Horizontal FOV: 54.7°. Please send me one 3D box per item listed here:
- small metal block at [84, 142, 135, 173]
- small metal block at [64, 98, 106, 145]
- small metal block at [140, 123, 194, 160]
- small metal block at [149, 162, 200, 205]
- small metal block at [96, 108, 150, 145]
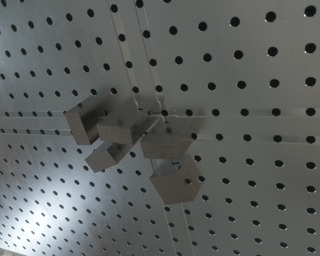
[{"bbox_3d":[-0.073,0.036,0.454,0.050,0.050,0.025,-24,106,36],"label":"small metal block"},{"bbox_3d":[-0.102,-0.010,0.441,0.025,0.050,0.050,-1,118,28],"label":"small metal block"},{"bbox_3d":[0.010,0.016,0.398,0.050,0.050,0.025,1,119,27],"label":"small metal block"},{"bbox_3d":[0.021,0.081,0.449,0.050,0.025,0.050,-18,109,35],"label":"small metal block"},{"bbox_3d":[-0.048,-0.003,0.417,0.050,0.050,0.025,7,121,24],"label":"small metal block"}]
